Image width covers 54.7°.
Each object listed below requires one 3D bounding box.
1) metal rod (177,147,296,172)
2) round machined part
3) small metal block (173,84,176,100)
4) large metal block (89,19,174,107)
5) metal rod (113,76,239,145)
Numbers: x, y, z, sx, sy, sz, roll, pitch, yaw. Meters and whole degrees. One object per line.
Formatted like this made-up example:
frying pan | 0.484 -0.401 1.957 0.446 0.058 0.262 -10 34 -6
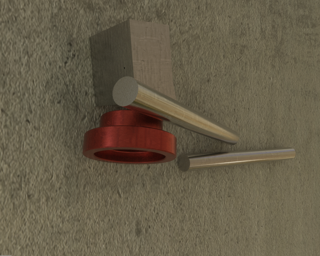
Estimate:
metal rod | 0.149 0.050 0.532 0.302 0.025 0.025 1 90 -40
round machined part | -0.031 0.010 0.334 0.099 0.098 0.042 15 69 -39
small metal block | -0.006 -0.036 0.402 0.050 0.025 0.050 -21 103 -38
large metal block | -0.033 -0.067 0.343 0.050 0.080 0.079 -7 95 -40
metal rod | 0.045 -0.007 0.379 0.301 0.025 0.025 17 78 -60
